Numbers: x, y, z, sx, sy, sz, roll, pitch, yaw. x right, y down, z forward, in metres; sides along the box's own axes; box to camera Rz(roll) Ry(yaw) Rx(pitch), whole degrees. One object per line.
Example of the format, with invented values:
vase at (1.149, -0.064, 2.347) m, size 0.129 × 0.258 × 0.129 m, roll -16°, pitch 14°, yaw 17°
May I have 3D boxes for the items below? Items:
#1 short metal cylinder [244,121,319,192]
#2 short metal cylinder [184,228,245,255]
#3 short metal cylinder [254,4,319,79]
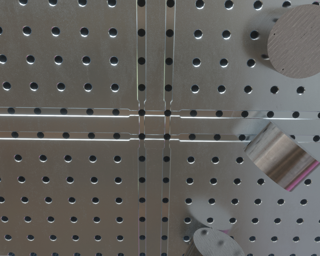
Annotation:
short metal cylinder at (0.156, 0.035, 0.400) m, size 0.080 × 0.080 × 0.050 m, roll 36°, pitch 106°, yaw -13°
short metal cylinder at (0.078, 0.195, 0.457) m, size 0.080 × 0.080 × 0.050 m, roll 18°, pitch 109°, yaw -7°
short metal cylinder at (0.159, -0.103, 0.365) m, size 0.081 × 0.050 × 0.079 m, roll 0°, pitch 110°, yaw -1°
